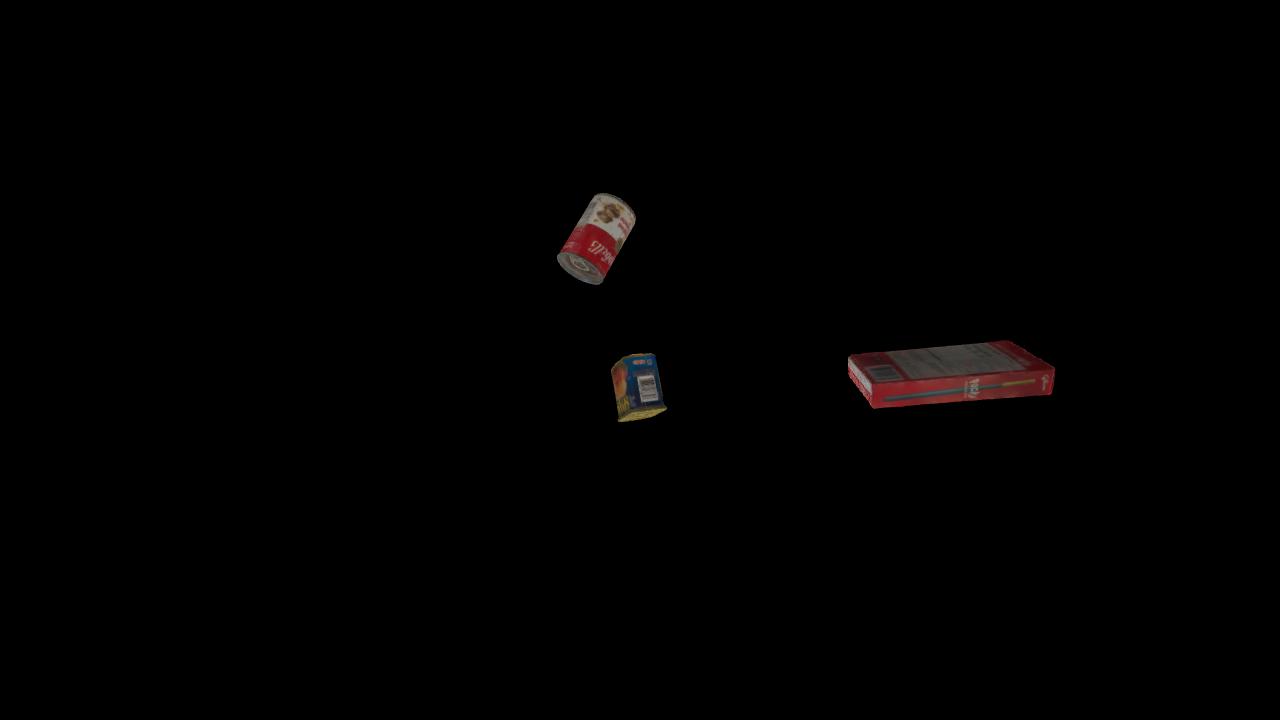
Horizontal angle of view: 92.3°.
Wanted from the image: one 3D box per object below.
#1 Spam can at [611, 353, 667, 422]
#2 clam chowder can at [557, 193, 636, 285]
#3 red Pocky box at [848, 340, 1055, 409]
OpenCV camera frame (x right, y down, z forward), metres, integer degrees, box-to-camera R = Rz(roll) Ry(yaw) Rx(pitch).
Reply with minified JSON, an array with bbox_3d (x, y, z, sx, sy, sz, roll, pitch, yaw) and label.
[{"bbox_3d":[-0.004,0.042,0.917,0.058,0.085,0.101,-6,-12,-18],"label":"Spam can"},{"bbox_3d":[-0.056,-0.160,0.812,0.068,0.102,0.068,24,-18,8],"label":"clam chowder can"},{"bbox_3d":[0.281,0.013,0.569,0.155,0.028,0.083,-5,18,6],"label":"red Pocky box"}]
